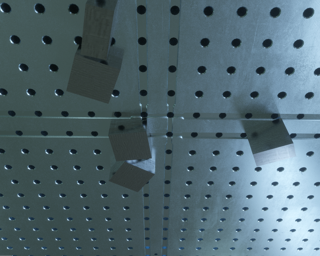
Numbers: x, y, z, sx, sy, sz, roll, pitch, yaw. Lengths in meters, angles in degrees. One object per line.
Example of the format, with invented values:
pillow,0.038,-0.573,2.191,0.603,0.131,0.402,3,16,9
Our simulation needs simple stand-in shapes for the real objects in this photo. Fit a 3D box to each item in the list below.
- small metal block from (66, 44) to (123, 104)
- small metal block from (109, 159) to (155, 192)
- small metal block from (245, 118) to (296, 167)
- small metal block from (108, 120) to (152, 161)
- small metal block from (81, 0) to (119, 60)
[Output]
small metal block,-0.076,-0.061,0.359,0.050,0.025,0.050,17,128,-14
small metal block,-0.042,0.065,0.467,0.050,0.025,0.050,26,125,-21
small metal block,0.145,0.019,0.412,0.050,0.050,0.025,-18,128,14
small metal block,-0.039,0.018,0.426,0.050,0.025,0.050,-5,130,4
small metal block,-0.059,-0.104,0.306,0.025,0.050,0.050,11,129,-9
